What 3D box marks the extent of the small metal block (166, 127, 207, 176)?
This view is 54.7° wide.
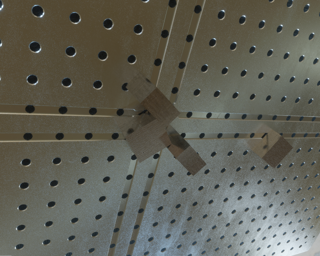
[{"bbox_3d":[0.032,0.033,0.435,0.025,0.050,0.050,-42,130,0],"label":"small metal block"}]

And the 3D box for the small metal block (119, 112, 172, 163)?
[{"bbox_3d":[-0.019,0.010,0.409,0.050,0.025,0.050,-31,129,-9],"label":"small metal block"}]

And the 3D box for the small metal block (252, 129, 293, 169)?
[{"bbox_3d":[0.199,0.037,0.546,0.050,0.025,0.050,34,99,-39],"label":"small metal block"}]

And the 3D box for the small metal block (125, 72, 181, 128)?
[{"bbox_3d":[-0.009,-0.034,0.371,0.025,0.050,0.050,-44,130,2],"label":"small metal block"}]
